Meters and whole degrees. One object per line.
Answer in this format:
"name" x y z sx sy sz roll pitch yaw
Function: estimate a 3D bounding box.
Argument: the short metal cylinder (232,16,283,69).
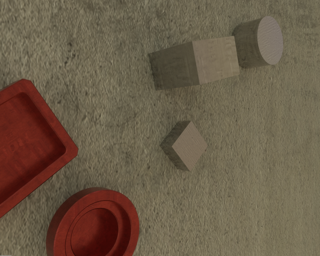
"short metal cylinder" 0.168 -0.145 0.532 0.081 0.050 0.079 0 90 -40

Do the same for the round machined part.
"round machined part" -0.074 0.113 0.333 0.099 0.042 0.097 0 90 -40

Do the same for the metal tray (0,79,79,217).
"metal tray" -0.150 0.026 0.276 0.131 0.030 0.090 -43 116 -32

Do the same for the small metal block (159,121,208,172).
"small metal block" 0.034 0.025 0.436 0.050 0.025 0.050 -51 120 -28

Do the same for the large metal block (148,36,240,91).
"large metal block" 0.045 -0.085 0.409 0.081 0.080 0.050 -20 103 -39
